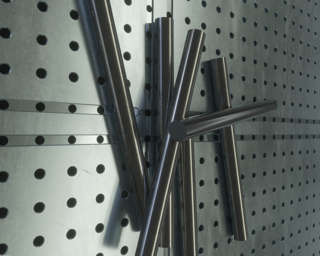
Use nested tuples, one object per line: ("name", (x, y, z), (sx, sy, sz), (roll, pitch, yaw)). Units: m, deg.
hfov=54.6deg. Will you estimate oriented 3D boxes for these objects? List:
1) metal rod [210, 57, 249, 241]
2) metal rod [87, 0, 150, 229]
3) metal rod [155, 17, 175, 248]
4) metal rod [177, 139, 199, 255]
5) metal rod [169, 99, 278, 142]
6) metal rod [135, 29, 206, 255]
("metal rod", (0.113, 0.038, 0.502), (0.025, 0.025, 0.298), (-15, 100, -39))
("metal rod", (-0.042, -0.010, 0.373), (0.025, 0.025, 0.298), (-19, 102, -38))
("metal rod", (0.006, 0.006, 0.413), (0.025, 0.025, 0.298), (-1, 91, -40))
("metal rod", (0.041, 0.138, 0.442), (0.025, 0.025, 0.298), (-5, 93, -40))
("metal rod", (0.114, -0.019, 0.465), (0.302, 0.025, 0.025), (-13, 99, -50))
("metal rod", (0.015, 0.017, 0.386), (0.025, 0.025, 0.299), (22, 76, -38))
